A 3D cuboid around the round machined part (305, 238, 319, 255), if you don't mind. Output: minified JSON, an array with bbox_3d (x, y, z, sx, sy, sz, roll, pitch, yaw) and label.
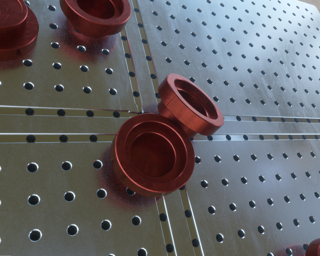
[{"bbox_3d":[0.225,0.195,0.403,0.099,0.042,0.098,14,56,-21],"label":"round machined part"}]

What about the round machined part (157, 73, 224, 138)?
[{"bbox_3d":[0.036,-0.025,0.418,0.098,0.042,0.098,32,27,-19],"label":"round machined part"}]

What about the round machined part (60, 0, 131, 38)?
[{"bbox_3d":[-0.096,-0.172,0.452,0.099,0.042,0.098,14,56,-21],"label":"round machined part"}]

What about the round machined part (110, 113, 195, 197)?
[{"bbox_3d":[-0.011,0.035,0.369,0.099,0.042,0.098,12,59,-20],"label":"round machined part"}]

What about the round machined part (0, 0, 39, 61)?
[{"bbox_3d":[-0.198,-0.132,0.372,0.099,0.042,0.098,14,56,-21],"label":"round machined part"}]
